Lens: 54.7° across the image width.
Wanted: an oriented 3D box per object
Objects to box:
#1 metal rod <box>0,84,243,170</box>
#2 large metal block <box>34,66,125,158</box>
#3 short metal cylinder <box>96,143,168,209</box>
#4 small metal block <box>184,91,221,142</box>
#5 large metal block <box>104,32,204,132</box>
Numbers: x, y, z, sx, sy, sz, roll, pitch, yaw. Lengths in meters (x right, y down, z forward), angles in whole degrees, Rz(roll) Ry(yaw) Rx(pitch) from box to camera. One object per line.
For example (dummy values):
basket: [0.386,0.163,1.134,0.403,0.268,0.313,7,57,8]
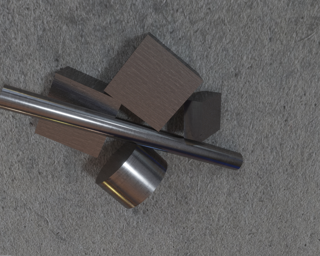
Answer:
metal rod: [-0.026,0.007,0.370,0.302,0.025,0.025,16,110,-24]
large metal block: [-0.097,-0.021,0.389,0.080,0.050,0.080,24,108,-9]
short metal cylinder: [-0.037,0.056,0.401,0.080,0.080,0.050,-42,105,14]
small metal block: [0.054,-0.016,0.390,0.025,0.050,0.050,12,115,34]
large metal block: [-0.007,-0.057,0.374,0.080,0.050,0.080,38,106,-13]
